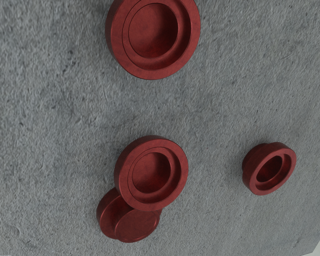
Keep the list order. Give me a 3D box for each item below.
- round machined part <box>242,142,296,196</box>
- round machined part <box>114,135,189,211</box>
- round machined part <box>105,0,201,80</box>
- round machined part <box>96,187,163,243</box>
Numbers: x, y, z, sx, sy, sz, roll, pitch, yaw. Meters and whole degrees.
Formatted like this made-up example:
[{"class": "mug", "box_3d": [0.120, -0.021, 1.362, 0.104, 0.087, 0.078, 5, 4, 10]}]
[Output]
[{"class": "round machined part", "box_3d": [0.182, 0.065, 0.535, 0.099, 0.042, 0.097, -14, 124, -21]}, {"class": "round machined part", "box_3d": [-0.015, 0.056, 0.411, 0.099, 0.042, 0.097, -7, 104, -26]}, {"class": "round machined part", "box_3d": [-0.010, -0.104, 0.326, 0.099, 0.042, 0.097, -14, 124, -21]}, {"class": "round machined part", "box_3d": [-0.039, 0.128, 0.453, 0.099, 0.042, 0.097, -14, 124, -21]}]
